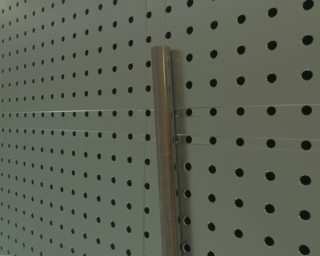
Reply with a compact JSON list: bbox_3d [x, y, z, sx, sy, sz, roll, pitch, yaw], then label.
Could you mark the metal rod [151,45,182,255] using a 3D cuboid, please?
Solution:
[{"bbox_3d":[0.009,0.044,0.399,0.025,0.025,0.298,-5,87,39],"label":"metal rod"}]
